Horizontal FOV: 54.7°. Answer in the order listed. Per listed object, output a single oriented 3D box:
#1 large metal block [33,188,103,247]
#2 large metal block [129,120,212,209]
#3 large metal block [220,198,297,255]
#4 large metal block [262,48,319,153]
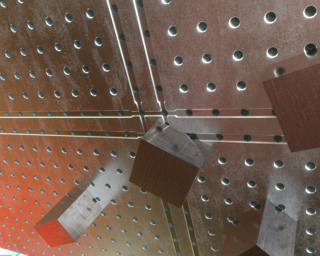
[{"bbox_3d":[-0.165,0.163,0.561,0.080,0.080,0.050,-25,105,36],"label":"large metal block"},{"bbox_3d":[0.012,0.049,0.418,0.080,0.050,0.079,26,128,11],"label":"large metal block"},{"bbox_3d":[0.126,0.152,0.403,0.050,0.080,0.080,38,129,2],"label":"large metal block"},{"bbox_3d":[0.155,-0.030,0.295,0.080,0.050,0.080,-17,110,34],"label":"large metal block"}]
